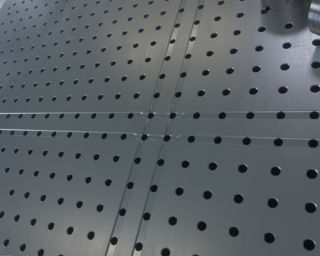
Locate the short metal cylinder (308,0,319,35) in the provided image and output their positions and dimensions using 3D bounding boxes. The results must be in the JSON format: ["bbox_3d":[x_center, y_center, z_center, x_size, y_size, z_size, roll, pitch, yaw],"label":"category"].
[{"bbox_3d":[0.213,-0.136,0.345,0.080,0.080,0.050,-46,51,-4],"label":"short metal cylinder"}]

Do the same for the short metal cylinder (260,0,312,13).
[{"bbox_3d":[0.175,-0.208,0.428,0.080,0.050,0.080,-13,56,21],"label":"short metal cylinder"}]
